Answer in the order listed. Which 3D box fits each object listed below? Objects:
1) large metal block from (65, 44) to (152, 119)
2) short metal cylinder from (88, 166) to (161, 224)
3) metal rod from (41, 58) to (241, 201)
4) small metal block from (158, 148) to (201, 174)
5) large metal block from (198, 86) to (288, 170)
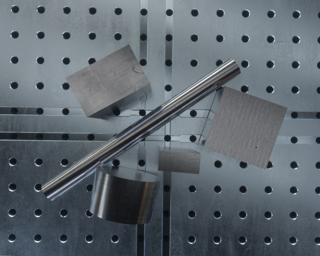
[{"bbox_3d":[-0.058,-0.053,0.386,0.080,0.080,0.050,-28,90,0],"label":"large metal block"},{"bbox_3d":[-0.044,0.081,0.385,0.080,0.080,0.050,12,90,-1],"label":"short metal cylinder"},{"bbox_3d":[-0.024,0.001,0.412,0.301,0.025,0.025,-34,90,-1],"label":"metal rod"},{"bbox_3d":[0.024,0.041,0.401,0.050,0.050,0.025,5,90,-1],"label":"small metal block"},{"bbox_3d":[0.103,0.000,0.400,0.080,0.050,0.080,19,90,-1],"label":"large metal block"}]
